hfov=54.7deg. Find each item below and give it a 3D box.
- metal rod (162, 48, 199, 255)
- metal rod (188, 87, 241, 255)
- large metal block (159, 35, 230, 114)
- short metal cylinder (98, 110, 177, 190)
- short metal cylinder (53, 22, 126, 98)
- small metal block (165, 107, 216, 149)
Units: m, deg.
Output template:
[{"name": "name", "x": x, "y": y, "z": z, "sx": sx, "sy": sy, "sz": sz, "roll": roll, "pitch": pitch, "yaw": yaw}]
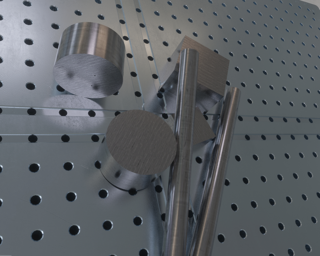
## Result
[{"name": "metal rod", "x": 0.025, "y": 0.037, "z": 0.364, "sx": 0.025, "sy": 0.025, "sz": 0.299, "roll": 15, "pitch": 66, "yaw": -20}, {"name": "metal rod", "x": 0.078, "y": 0.054, "z": 0.417, "sx": 0.025, "sy": 0.025, "sz": 0.300, "roll": 29, "pitch": 52, "yaw": -10}, {"name": "large metal block", "x": 0.054, "y": -0.080, "z": 0.470, "sx": 0.080, "sy": 0.050, "sz": 0.080, "roll": 26, "pitch": 53, "yaw": -12}, {"name": "short metal cylinder", "x": -0.027, "y": 0.026, "z": 0.358, "sx": 0.081, "sy": 0.050, "sz": 0.080, "roll": 11, "pitch": 57, "yaw": -17}, {"name": "short metal cylinder", "x": -0.084, "y": -0.080, "z": 0.377, "sx": 0.081, "sy": 0.080, "sz": 0.050, "roll": 13, "pitch": 56, "yaw": -21}, {"name": "small metal block", "x": 0.041, "y": 0.003, "z": 0.429, "sx": 0.050, "sy": 0.025, "sz": 0.050, "roll": -18, "pitch": 71, "yaw": -35}]
